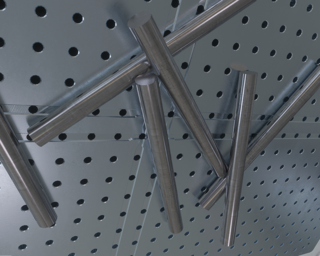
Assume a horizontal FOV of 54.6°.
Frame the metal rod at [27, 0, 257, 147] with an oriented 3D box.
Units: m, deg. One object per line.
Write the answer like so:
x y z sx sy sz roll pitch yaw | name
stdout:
-0.015 -0.075 0.355 0.301 0.025 0.025 -35 129 -5 | metal rod

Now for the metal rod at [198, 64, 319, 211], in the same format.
0.170 0.019 0.514 0.025 0.025 0.299 34 99 -39 | metal rod

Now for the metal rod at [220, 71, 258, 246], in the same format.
0.120 0.061 0.487 0.025 0.025 0.298 -9 115 -24 | metal rod

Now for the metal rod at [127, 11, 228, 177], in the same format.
0.040 -0.017 0.400 0.025 0.025 0.300 -38 136 -3 | metal rod

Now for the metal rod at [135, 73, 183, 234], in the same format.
0.006 0.058 0.433 0.025 0.025 0.299 -23 132 -14 | metal rod

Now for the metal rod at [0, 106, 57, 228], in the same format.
-0.168 0.000 0.318 0.025 0.025 0.298 -21 127 -16 | metal rod
